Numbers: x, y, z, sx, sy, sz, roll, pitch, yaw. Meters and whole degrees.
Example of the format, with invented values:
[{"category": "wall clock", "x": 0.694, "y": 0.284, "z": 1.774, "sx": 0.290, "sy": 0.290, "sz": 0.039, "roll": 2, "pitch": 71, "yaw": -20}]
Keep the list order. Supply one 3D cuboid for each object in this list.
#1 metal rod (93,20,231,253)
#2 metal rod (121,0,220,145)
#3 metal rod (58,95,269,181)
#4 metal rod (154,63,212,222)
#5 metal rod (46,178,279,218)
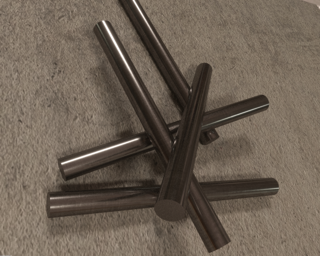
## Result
[{"category": "metal rod", "x": -0.008, "y": -0.007, "z": 0.355, "sx": 0.025, "sy": 0.025, "sz": 0.299, "roll": -15, "pitch": 67, "yaw": -34}, {"category": "metal rod", "x": 0.004, "y": -0.109, "z": 0.473, "sx": 0.025, "sy": 0.025, "sz": 0.299, "roll": -17, "pitch": 71, "yaw": -35}, {"category": "metal rod", "x": 0.025, "y": 0.003, "z": 0.393, "sx": 0.302, "sy": 0.025, "sz": 0.025, "roll": -18, "pitch": 71, "yaw": -27}, {"category": "metal rod", "x": 0.039, "y": -0.013, "z": 0.371, "sx": 0.025, "sy": 0.025, "sz": 0.301, "roll": 33, "pitch": 34, "yaw": -7}, {"category": "metal rod", "x": 0.026, "y": 0.079, "z": 0.370, "sx": 0.303, "sy": 0.025, "sz": 0.025, "roll": 2, "pitch": 61, "yaw": -28}]
